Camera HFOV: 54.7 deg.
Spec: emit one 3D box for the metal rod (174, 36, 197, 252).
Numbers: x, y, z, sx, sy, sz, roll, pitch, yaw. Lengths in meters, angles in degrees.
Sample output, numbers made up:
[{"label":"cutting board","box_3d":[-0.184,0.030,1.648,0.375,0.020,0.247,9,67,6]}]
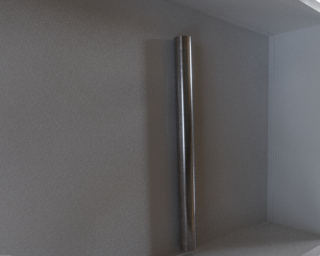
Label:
[{"label":"metal rod","box_3d":[0.036,0.023,0.439,0.025,0.025,0.298,-3,92,-40]}]
